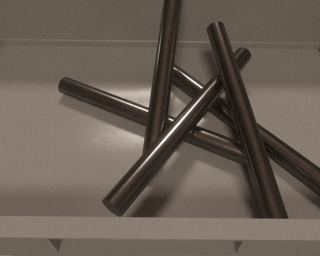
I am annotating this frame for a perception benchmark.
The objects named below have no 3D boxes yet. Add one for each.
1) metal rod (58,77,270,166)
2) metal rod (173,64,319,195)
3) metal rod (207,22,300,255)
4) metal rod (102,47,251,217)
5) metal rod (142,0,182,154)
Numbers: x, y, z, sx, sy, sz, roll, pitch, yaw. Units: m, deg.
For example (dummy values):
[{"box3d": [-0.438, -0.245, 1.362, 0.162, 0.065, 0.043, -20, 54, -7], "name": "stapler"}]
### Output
[{"box3d": [-0.007, -0.011, 0.414, 0.301, 0.025, 0.025, 21, 53, 16], "name": "metal rod"}, {"box3d": [0.100, -0.013, 0.417, 0.025, 0.025, 0.300, -33, 58, -25], "name": "metal rod"}, {"box3d": [0.101, -0.008, 0.369, 0.025, 0.025, 0.299, -7, 64, -6], "name": "metal rod"}, {"box3d": [0.039, -0.015, 0.384, 0.025, 0.025, 0.301, 28, 55, 21], "name": "metal rod"}, {"box3d": [0.008, -0.099, 0.407, 0.025, 0.025, 0.299, 6, 76, 5], "name": "metal rod"}]
